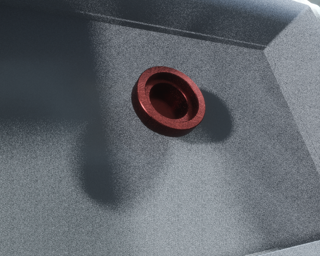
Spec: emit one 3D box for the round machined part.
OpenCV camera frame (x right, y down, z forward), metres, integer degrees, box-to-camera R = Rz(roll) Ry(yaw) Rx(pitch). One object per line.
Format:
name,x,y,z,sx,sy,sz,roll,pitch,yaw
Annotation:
round machined part,0.008,-0.031,0.413,0.099,0.042,0.098,13,56,-21
